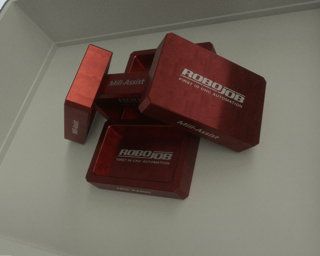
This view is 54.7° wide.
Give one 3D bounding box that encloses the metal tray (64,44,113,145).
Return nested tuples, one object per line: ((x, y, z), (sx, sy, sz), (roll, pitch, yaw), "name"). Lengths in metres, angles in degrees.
((-0.100, -0.040, 0.422), (0.030, 0.129, 0.090), (19, 65, -9), "metal tray")

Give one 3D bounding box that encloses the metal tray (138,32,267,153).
((0.051, -0.037, 0.341), (0.030, 0.131, 0.090), (-40, 31, 61), "metal tray")

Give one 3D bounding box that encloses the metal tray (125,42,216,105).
((0.010, -0.071, 0.439), (0.130, 0.030, 0.090), (0, 62, 27), "metal tray")

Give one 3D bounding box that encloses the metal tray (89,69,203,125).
((-0.020, -0.032, 0.392), (0.130, 0.090, 0.030), (1, 62, 28), "metal tray")

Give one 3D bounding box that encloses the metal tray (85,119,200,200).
((-0.022, 0.035, 0.388), (0.130, 0.030, 0.090), (1, 62, 28), "metal tray")
